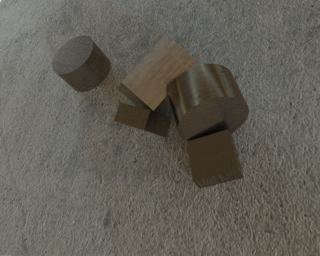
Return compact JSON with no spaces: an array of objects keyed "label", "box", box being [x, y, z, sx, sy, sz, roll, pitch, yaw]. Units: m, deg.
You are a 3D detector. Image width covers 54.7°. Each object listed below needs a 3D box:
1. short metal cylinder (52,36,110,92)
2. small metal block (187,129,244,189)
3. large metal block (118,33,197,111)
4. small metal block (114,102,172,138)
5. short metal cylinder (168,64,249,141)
[{"label":"short metal cylinder","box":[-0.132,-0.108,0.521,0.080,0.050,0.080,-13,56,20]},{"label":"small metal block","box":[0.061,0.035,0.349,0.050,0.025,0.050,-18,55,17]},{"label":"large metal block","box":[-0.007,-0.067,0.405,0.080,0.050,0.080,-49,8,-7]},{"label":"small metal block","box":[-0.022,-0.010,0.401,0.050,0.050,0.025,16,87,34]},{"label":"short metal cylinder","box":[0.054,-0.027,0.356,0.080,0.080,0.050,-24,53,13]}]
